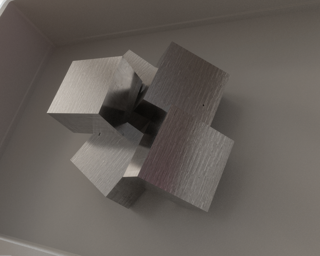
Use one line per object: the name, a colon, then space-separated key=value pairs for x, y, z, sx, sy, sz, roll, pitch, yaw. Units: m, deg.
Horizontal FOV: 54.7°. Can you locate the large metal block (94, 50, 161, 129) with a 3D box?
large metal block: x=-0.039 y=-0.053 z=0.440 sx=0.080 sy=0.050 sz=0.080 roll=-45 pitch=51 yaw=-4

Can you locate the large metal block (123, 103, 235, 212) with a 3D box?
large metal block: x=0.020 y=0.033 z=0.328 sx=0.080 sy=0.080 sz=0.050 roll=-65 pitch=16 yaw=-18

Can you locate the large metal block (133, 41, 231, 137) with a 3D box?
large metal block: x=0.026 y=-0.042 z=0.371 sx=0.080 sy=0.050 sz=0.080 roll=28 pitch=71 yaw=-10

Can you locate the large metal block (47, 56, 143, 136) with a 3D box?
large metal block: x=-0.079 y=-0.039 z=0.385 sx=0.080 sy=0.050 sz=0.080 roll=2 pitch=61 yaw=30

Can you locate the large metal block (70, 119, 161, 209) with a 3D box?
large metal block: x=-0.049 y=0.038 z=0.385 sx=0.080 sy=0.050 sz=0.080 roll=34 pitch=80 yaw=38
